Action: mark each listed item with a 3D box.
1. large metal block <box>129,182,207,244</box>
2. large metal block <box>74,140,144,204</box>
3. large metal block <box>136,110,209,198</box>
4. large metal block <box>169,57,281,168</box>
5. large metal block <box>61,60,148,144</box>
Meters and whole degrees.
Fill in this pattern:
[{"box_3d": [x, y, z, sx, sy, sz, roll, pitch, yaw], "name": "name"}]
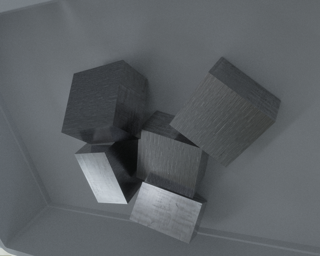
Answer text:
[{"box_3d": [0.015, 0.112, 0.423, 0.080, 0.080, 0.050, 17, 83, 16], "name": "large metal block"}, {"box_3d": [-0.059, 0.047, 0.430, 0.050, 0.080, 0.080, -6, 116, 30], "name": "large metal block"}, {"box_3d": [0.018, 0.033, 0.401, 0.080, 0.050, 0.079, 18, 125, 17], "name": "large metal block"}, {"box_3d": [0.071, -0.017, 0.342, 0.080, 0.050, 0.080, 37, 129, 2], "name": "large metal block"}, {"box_3d": [-0.066, -0.028, 0.380, 0.080, 0.080, 0.050, -7, 157, 32], "name": "large metal block"}]
